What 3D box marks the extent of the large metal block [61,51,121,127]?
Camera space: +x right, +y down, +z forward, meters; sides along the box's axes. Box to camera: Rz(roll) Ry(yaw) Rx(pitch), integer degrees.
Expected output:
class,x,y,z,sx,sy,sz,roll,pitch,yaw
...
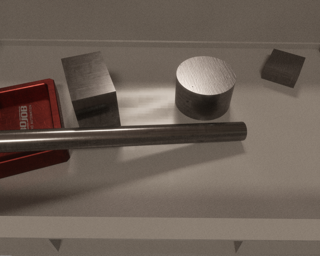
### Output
class,x,y,z,sx,sy,sz,roll,pitch,yaw
large metal block,-0.088,-0.039,0.401,0.050,0.080,0.080,-15,52,-13

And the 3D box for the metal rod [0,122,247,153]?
class,x,y,z,sx,sy,sz,roll,pitch,yaw
metal rod,-0.040,0.010,0.369,0.302,0.025,0.025,-2,50,-13

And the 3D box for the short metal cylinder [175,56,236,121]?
class,x,y,z,sx,sy,sz,roll,pitch,yaw
short metal cylinder,0.062,-0.057,0.437,0.081,0.050,0.080,0,50,0

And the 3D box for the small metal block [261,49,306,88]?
class,x,y,z,sx,sy,sz,roll,pitch,yaw
small metal block,0.194,-0.094,0.487,0.050,0.025,0.050,22,53,17

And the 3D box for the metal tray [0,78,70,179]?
class,x,y,z,sx,sy,sz,roll,pitch,yaw
metal tray,-0.174,-0.005,0.403,0.091,0.030,0.130,-14,52,-12
